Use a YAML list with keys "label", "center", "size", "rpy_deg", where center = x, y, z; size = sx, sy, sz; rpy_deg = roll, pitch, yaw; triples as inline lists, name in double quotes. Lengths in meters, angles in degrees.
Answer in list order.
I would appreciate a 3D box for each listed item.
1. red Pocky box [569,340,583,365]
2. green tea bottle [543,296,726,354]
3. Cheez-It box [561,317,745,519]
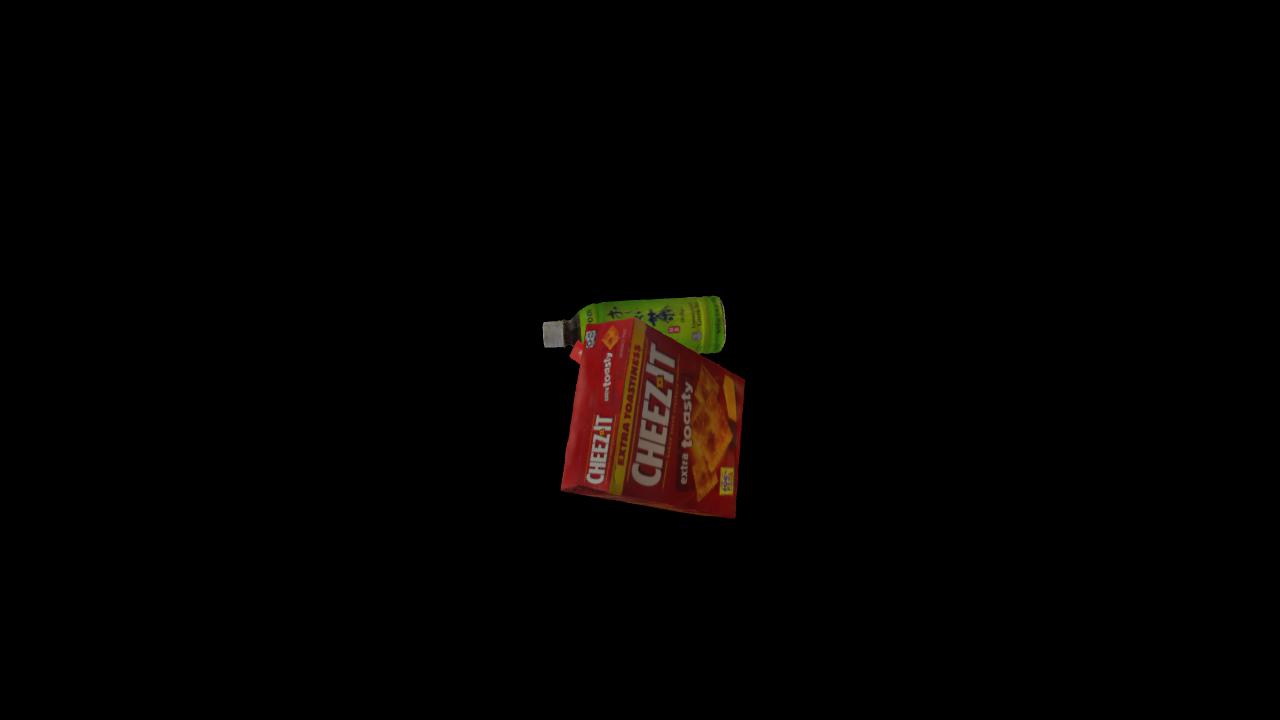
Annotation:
- label: "red Pocky box"
  center: [-0.019, -0.014, 0.767]
  size: [0.083, 0.028, 0.155]
  rpy_deg: [37, 27, 5]
- label: "green tea bottle"
  center: [-0.008, -0.035, 0.727]
  size: [0.212, 0.073, 0.073]
  rpy_deg: [-5, 0, -5]
- label: "Cheez-It box"
  center: [0.026, 0.069, 0.643]
  size: [0.071, 0.166, 0.223]
  rpy_deg: [-6, -21, 38]
